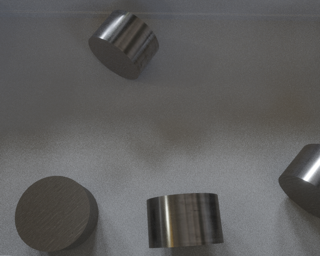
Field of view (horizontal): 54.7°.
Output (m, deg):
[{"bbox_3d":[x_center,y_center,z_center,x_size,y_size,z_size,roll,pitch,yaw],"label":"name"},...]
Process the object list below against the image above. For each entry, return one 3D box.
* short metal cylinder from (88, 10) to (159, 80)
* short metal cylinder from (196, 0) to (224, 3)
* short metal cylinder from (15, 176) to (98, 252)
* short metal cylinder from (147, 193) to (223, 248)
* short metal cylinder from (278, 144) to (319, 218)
[{"bbox_3d":[-0.049,-0.111,0.421,0.080,0.080,0.050,31,73,10],"label":"short metal cylinder"},{"bbox_3d":[0.079,-0.238,0.470,0.080,0.080,0.050,2,70,0],"label":"short metal cylinder"},{"bbox_3d":[-0.116,0.100,0.359,0.081,0.050,0.080,0,70,0],"label":"short metal cylinder"},{"bbox_3d":[0.027,0.103,0.343,0.081,0.080,0.050,-4,70,-1],"label":"short metal cylinder"},{"bbox_3d":[0.188,0.064,0.358,0.080,0.080,0.050,41,75,13],"label":"short metal cylinder"}]
